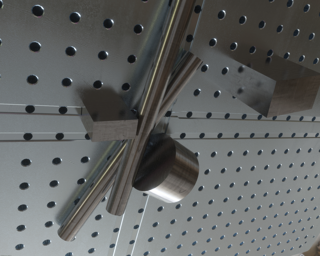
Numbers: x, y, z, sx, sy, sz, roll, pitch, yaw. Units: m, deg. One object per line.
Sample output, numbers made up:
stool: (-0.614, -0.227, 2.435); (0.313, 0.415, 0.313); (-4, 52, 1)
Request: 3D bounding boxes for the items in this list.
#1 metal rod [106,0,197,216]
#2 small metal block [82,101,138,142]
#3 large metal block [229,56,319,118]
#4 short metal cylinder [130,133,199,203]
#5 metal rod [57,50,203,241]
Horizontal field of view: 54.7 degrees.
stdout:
metal rod: (-0.011, -0.031, 0.365); (0.025, 0.025, 0.298); (10, 107, -33)
small metal block: (-0.059, -0.009, 0.358); (0.050, 0.050, 0.025); (-4, 120, -27)
large metal block: (0.156, -0.060, 0.426); (0.081, 0.080, 0.050); (-10, 123, -23)
short metal cylinder: (0.005, 0.054, 0.413); (0.080, 0.080, 0.050); (-49, 129, 6)
metal rod: (-0.044, 0.030, 0.407); (0.025, 0.025, 0.299); (29, 102, -38)
